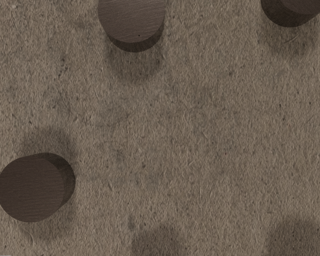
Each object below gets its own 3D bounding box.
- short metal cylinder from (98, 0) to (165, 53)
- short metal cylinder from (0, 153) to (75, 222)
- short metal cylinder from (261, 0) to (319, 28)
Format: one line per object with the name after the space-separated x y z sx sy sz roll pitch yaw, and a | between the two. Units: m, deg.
-0.035 -0.142 0.397 0.081 0.050 0.079 0 90 -1 | short metal cylinder
-0.155 0.073 0.396 0.081 0.050 0.079 0 90 -1 | short metal cylinder
0.178 -0.177 0.400 0.081 0.050 0.079 0 90 -1 | short metal cylinder
